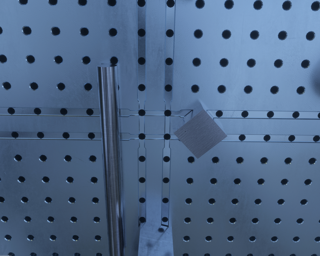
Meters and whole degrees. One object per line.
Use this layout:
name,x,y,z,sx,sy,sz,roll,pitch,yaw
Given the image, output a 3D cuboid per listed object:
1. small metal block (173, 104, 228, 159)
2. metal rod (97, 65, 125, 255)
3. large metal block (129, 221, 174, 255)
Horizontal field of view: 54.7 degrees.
small metal block,0.053,0.004,0.416,0.050,0.025,0.050,-40,106,13
metal rod,-0.067,0.062,0.435,0.025,0.025,0.298,0,110,-1
large metal block,-0.017,0.200,0.458,0.050,0.080,0.079,15,109,-6
